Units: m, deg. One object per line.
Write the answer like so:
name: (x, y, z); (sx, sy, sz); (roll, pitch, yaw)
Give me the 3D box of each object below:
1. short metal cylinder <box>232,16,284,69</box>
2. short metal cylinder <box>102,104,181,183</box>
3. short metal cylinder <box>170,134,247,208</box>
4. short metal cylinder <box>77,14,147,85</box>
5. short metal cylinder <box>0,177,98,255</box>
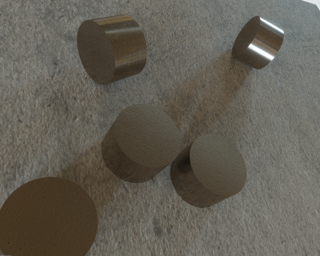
short metal cylinder: (0.175, -0.153, 0.559); (0.050, 0.080, 0.080); (24, 53, -14)
short metal cylinder: (-0.023, 0.019, 0.366); (0.081, 0.050, 0.080); (14, 56, -21)
short metal cylinder: (0.060, 0.054, 0.389); (0.081, 0.050, 0.080); (14, 56, -21)
short metal cylinder: (-0.062, -0.101, 0.398); (0.050, 0.080, 0.080); (-27, 77, -37)
short metal cylinder: (-0.102, 0.090, 0.278); (0.081, 0.050, 0.080); (14, 56, -21)
